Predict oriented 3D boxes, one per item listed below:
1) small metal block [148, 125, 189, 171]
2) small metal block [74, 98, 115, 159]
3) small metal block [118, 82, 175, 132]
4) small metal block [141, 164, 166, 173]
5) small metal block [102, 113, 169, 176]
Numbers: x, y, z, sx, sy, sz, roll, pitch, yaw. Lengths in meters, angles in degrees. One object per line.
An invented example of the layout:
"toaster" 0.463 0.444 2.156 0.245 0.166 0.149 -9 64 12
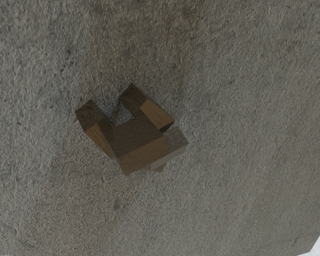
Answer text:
"small metal block" 0.004 0.026 0.380 0.050 0.025 0.050 -28 166 -11
"small metal block" -0.068 0.001 0.357 0.025 0.050 0.050 -39 130 -3
"small metal block" -0.016 -0.023 0.371 0.025 0.050 0.050 -49 129 6
"small metal block" -0.012 0.030 0.422 0.050 0.025 0.050 17 109 -35
"small metal block" -0.026 0.016 0.324 0.050 0.050 0.025 -26 128 -13
